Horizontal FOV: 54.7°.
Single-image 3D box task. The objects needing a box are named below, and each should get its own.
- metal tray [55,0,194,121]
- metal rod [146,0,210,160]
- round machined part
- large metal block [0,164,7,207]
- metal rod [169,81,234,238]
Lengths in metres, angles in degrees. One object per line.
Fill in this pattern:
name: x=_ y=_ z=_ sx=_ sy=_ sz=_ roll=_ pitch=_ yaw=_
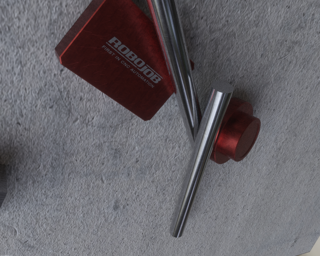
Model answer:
metal tray: x=-0.033 y=-0.075 z=0.340 sx=0.090 sy=0.030 sz=0.130 roll=-50 pitch=129 yaw=7
metal rod: x=0.029 y=-0.043 z=0.357 sx=0.025 sy=0.025 sz=0.299 roll=-32 pitch=141 yaw=-8
round machined part: x=0.107 y=0.009 z=0.440 sx=0.099 sy=0.042 sz=0.097 roll=-34 pitch=139 yaw=-36
large metal block: x=-0.216 y=0.077 z=0.320 sx=0.081 sy=0.050 sz=0.080 roll=19 pitch=108 yaw=-36
metal rod: x=0.049 y=0.066 z=0.440 sx=0.025 sy=0.025 sz=0.298 roll=-11 pitch=134 yaw=-23
